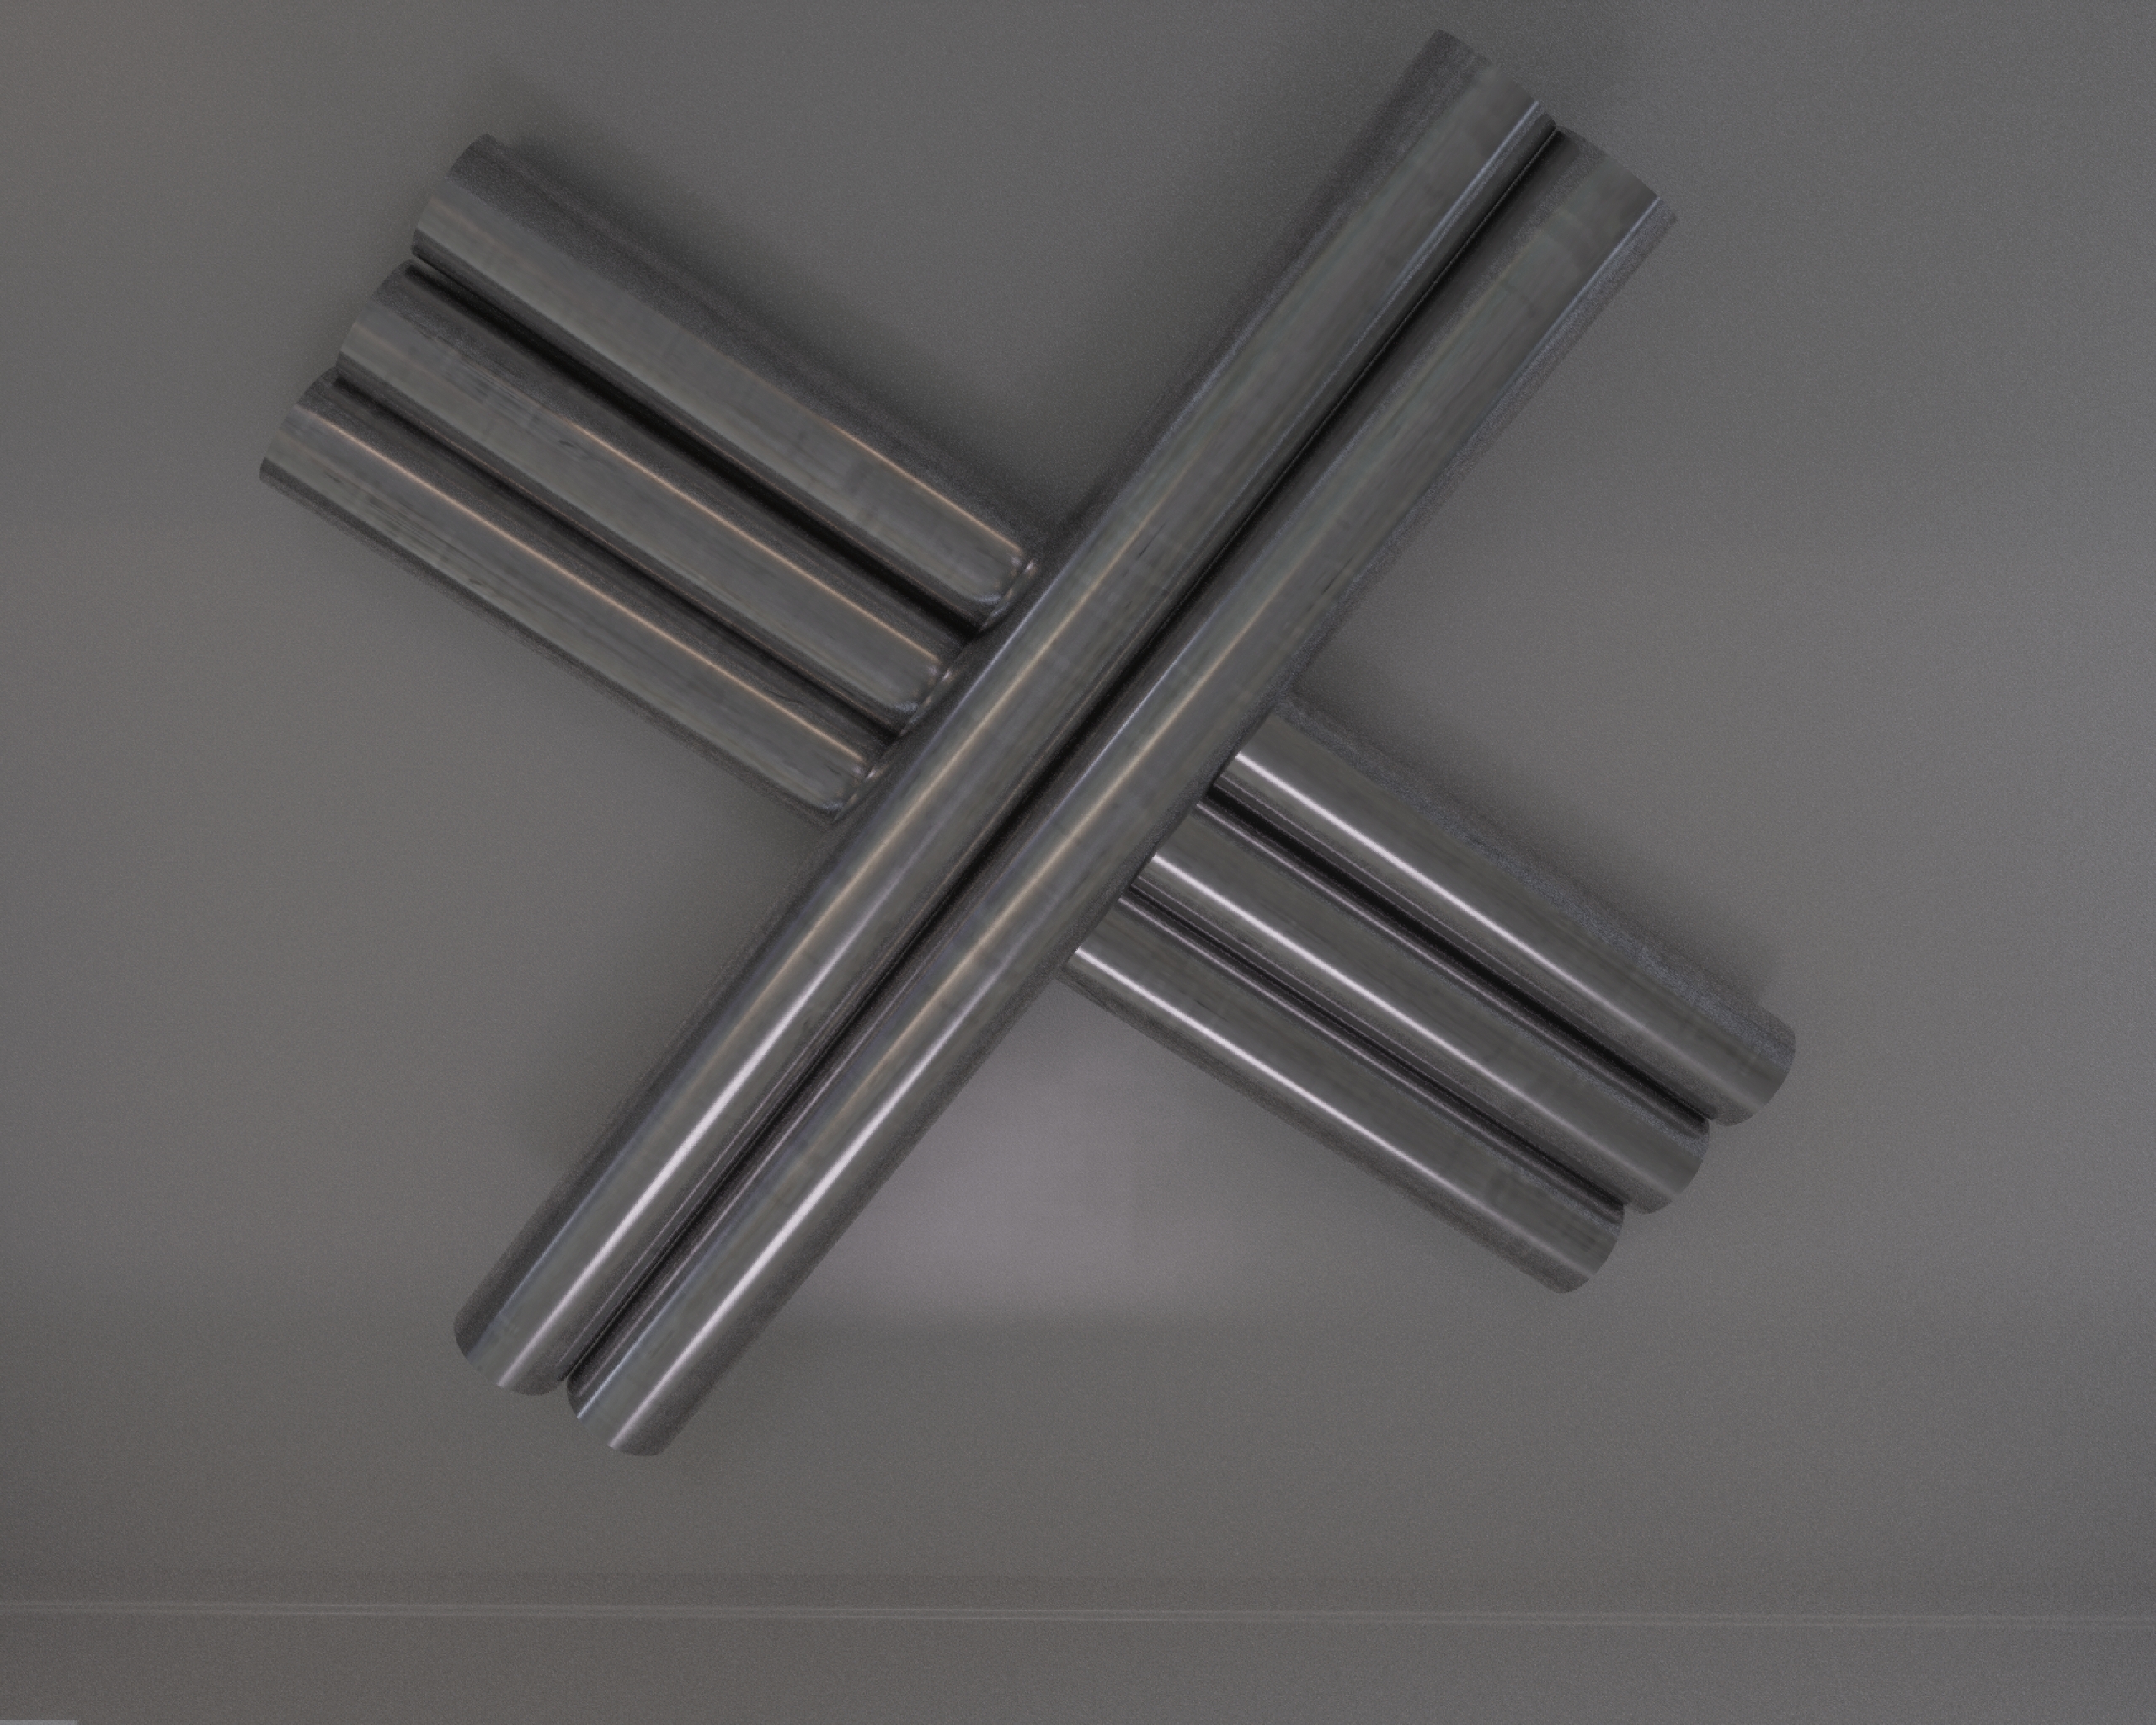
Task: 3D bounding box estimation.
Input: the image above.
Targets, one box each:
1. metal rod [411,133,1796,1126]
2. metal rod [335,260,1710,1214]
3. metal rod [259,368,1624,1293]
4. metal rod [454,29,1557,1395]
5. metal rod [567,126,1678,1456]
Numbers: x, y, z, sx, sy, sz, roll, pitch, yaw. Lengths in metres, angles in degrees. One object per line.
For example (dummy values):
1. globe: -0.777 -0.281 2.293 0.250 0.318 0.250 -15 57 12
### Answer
1. metal rod: 0.014 -0.037 0.396 0.301 0.025 0.025 33 107 -12
2. metal rod: -0.002 -0.018 0.403 0.301 0.025 0.025 33 107 -12
3. metal rod: -0.017 0.000 0.409 0.301 0.025 0.025 33 107 -12
4. metal rod: -0.023 -0.015 0.377 0.025 0.025 0.299 36 106 -12
5. metal rod: -0.002 -0.001 0.382 0.025 0.025 0.299 36 106 -12
